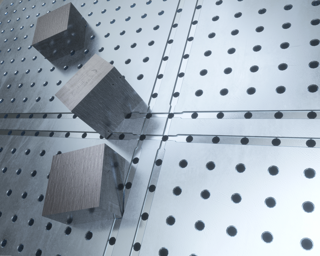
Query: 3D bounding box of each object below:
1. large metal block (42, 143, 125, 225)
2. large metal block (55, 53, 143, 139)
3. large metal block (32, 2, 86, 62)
[{"bbox_3d":[-0.094,0.073,0.395,0.080,0.050,0.080,-14,56,20],"label":"large metal block"},{"bbox_3d":[-0.085,-0.044,0.443,0.080,0.080,0.050,-48,52,-5],"label":"large metal block"},{"bbox_3d":[-0.195,-0.187,0.607,0.080,0.050,0.080,-17,55,18],"label":"large metal block"}]
